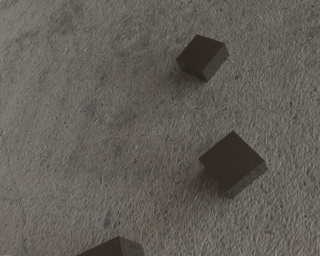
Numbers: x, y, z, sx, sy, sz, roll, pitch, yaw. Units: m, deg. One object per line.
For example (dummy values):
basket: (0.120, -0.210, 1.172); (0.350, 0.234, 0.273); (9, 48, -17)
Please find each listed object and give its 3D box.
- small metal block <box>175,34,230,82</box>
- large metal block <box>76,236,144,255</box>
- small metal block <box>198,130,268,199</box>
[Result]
small metal block: (0.059, -0.098, 0.432); (0.050, 0.025, 0.050); (32, 79, 37)
large metal block: (-0.055, 0.168, 0.312); (0.080, 0.050, 0.080); (-28, 52, 10)
small metal block: (0.079, 0.039, 0.338); (0.050, 0.025, 0.050); (-40, 51, 1)
